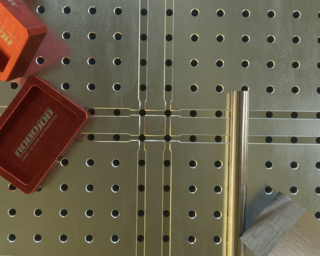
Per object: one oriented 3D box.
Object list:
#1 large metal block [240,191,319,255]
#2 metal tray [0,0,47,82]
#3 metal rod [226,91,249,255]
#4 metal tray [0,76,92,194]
[{"bbox_3d":[0.165,0.142,0.391,0.080,0.050,0.080,40,90,-20],"label":"large metal block"},{"bbox_3d":[-0.212,-0.134,0.385,0.130,0.030,0.090,46,123,-1],"label":"metal tray"},{"bbox_3d":[0.103,0.101,0.414,0.025,0.025,0.298,1,90,-1],"label":"metal rod"},{"bbox_3d":[-0.165,0.009,0.408,0.090,0.030,0.130,36,90,-1],"label":"metal tray"}]
